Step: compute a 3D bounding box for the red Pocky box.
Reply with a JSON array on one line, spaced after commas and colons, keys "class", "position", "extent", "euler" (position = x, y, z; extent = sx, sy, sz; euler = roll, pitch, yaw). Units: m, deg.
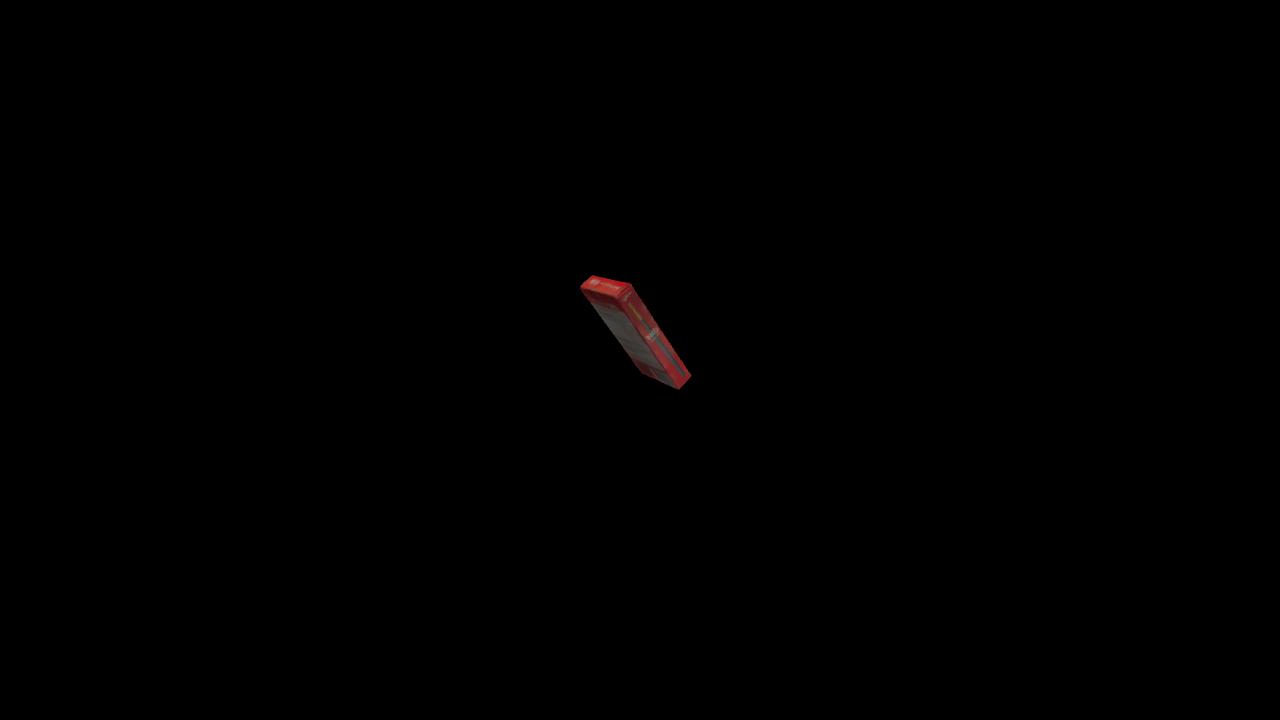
[{"class": "red Pocky box", "position": [-0.003, -0.033, 0.733], "extent": [0.083, 0.028, 0.155], "euler": [24, -25, 52]}]
